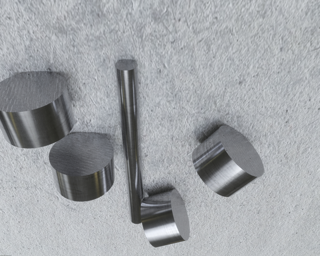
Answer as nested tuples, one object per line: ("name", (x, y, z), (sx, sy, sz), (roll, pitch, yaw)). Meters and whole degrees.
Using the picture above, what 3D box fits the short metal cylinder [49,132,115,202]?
("short metal cylinder", (-0.102, 0.050, 0.413), (0.081, 0.080, 0.050), (3, 130, -3))

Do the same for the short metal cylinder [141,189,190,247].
("short metal cylinder", (0.010, 0.143, 0.493), (0.050, 0.080, 0.080), (-19, 128, 15))

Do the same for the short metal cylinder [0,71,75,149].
("short metal cylinder", (-0.142, -0.022, 0.351), (0.080, 0.080, 0.050), (-1, 130, 0))

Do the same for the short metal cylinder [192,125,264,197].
("short metal cylinder", (0.089, 0.043, 0.409), (0.080, 0.080, 0.050), (30, 124, -23))

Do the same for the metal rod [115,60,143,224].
("metal rod", (-0.039, 0.043, 0.443), (0.025, 0.025, 0.298), (0, 130, 0))
